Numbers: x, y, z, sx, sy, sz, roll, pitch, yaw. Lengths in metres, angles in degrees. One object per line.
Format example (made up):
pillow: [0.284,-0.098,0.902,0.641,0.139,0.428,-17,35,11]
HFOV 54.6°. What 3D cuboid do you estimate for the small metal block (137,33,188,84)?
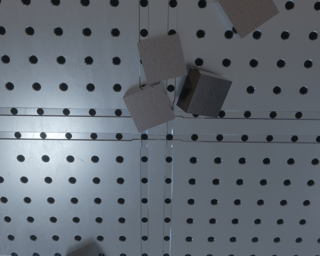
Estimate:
small metal block: [0.003,-0.086,0.382,0.050,0.025,0.050,-13,110,4]

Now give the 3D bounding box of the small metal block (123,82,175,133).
small metal block: [-0.014,-0.029,0.403,0.050,0.025,0.050,-21,109,7]

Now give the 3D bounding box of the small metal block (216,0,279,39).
small metal block: [0.101,-0.141,0.362,0.050,0.025,0.050,-34,107,11]

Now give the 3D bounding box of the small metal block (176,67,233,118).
small metal block: [0.055,-0.043,0.387,0.050,0.025,0.050,7,113,-33]

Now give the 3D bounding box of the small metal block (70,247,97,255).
small metal block: [-0.122,0.226,0.496,0.050,0.025,0.050,-28,108,9]
